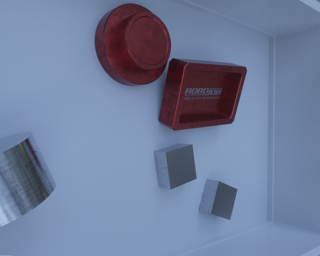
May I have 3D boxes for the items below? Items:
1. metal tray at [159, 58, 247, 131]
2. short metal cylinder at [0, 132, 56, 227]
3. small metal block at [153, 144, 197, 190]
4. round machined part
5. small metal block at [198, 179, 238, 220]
[{"bbox_3d":[0.064,-0.048,0.439,0.131,0.030,0.089,-6,115,-40],"label":"metal tray"},{"bbox_3d":[-0.136,0.043,0.258,0.081,0.080,0.050,-31,110,-36],"label":"short metal cylinder"},{"bbox_3d":[0.022,0.052,0.427,0.050,0.025,0.050,-13,99,-39],"label":"small metal block"},{"bbox_3d":[-0.025,-0.102,0.376,0.099,0.042,0.097,0,90,-40],"label":"round machined part"},{"bbox_3d":[0.092,0.112,0.487,0.050,0.025,0.050,28,73,-37],"label":"small metal block"}]
